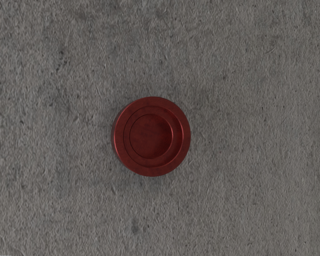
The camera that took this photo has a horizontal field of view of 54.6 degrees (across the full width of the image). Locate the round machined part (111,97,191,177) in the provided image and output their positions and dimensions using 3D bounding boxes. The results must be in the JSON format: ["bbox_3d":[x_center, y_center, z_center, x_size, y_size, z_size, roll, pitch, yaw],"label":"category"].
[{"bbox_3d":[-0.014,0.010,0.395,0.099,0.042,0.097,0,90,-20],"label":"round machined part"}]
